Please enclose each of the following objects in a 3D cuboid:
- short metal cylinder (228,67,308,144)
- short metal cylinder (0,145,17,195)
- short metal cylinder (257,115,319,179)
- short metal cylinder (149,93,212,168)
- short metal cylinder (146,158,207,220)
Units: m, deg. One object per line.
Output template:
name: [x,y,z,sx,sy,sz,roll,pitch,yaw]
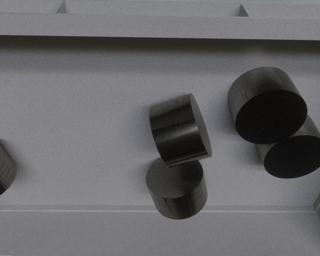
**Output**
short metal cylinder: [0.126,-0.026,0.372,0.081,0.050,0.079,0,130,0]
short metal cylinder: [-0.245,0.057,0.418,0.080,0.080,0.050,-9,130,7]
short metal cylinder: [0.174,0.023,0.415,0.081,0.050,0.079,0,130,0]
short metal cylinder: [0.026,0.004,0.377,0.050,0.080,0.080,-18,128,14]
short metal cylinder: [0.025,0.083,0.444,0.080,0.080,0.050,-10,130,8]
